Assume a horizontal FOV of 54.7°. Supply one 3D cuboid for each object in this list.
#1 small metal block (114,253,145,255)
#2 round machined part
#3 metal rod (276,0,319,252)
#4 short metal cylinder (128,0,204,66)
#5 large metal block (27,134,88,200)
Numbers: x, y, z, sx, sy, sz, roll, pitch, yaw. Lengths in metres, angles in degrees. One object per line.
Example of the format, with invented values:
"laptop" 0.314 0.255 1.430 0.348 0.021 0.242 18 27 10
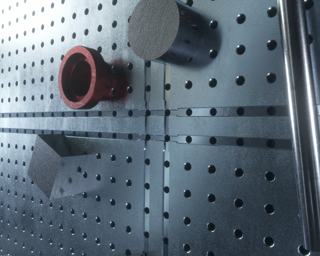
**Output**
"small metal block" -0.044 0.209 0.444 0.050 0.025 0.050 -18 79 38
"round machined part" -0.115 -0.077 0.491 0.098 0.042 0.097 0 90 39
"metal rod" 0.134 -0.037 0.297 0.025 0.025 0.298 -8 85 39
"short metal cylinder" 0.007 -0.121 0.386 0.080 0.050 0.079 0 90 39
"large metal block" -0.180 0.064 0.538 0.080 0.050 0.079 32 110 35
